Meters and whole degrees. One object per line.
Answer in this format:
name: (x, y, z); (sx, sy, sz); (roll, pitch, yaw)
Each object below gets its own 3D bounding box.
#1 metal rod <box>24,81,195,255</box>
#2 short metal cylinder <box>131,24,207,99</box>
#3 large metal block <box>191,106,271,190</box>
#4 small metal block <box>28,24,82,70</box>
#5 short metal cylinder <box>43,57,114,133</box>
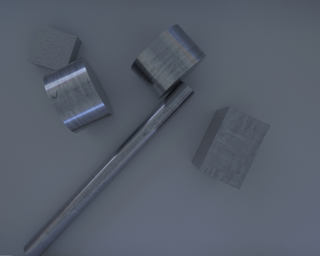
metal rod: (-0.066, 0.055, 0.410); (0.025, 0.025, 0.300); (44, 90, -1)
short metal cylinder: (0.011, -0.081, 0.384); (0.080, 0.080, 0.050); (-42, 91, 0)
large metal block: (0.083, 0.022, 0.385); (0.050, 0.080, 0.080); (26, 90, -1)
small metal block: (-0.138, -0.102, 0.410); (0.050, 0.025, 0.050); (18, 90, -1)
short metal cylinder: (-0.098, -0.040, 0.383); (0.050, 0.080, 0.080); (-26, 90, 0)
